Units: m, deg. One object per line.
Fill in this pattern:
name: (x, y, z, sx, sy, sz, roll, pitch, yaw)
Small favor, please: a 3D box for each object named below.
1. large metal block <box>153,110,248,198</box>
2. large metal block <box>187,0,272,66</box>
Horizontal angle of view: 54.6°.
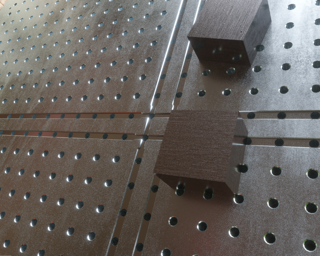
large metal block: (0.048, 0.027, 0.351, 0.080, 0.050, 0.080, 3, 63, 29)
large metal block: (0.097, -0.137, 0.426, 0.080, 0.050, 0.080, 16, 70, 34)
